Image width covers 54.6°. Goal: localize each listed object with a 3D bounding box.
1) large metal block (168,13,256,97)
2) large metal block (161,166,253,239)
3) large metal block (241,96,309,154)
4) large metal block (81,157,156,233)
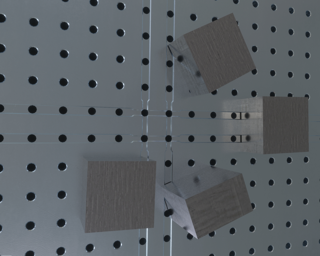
[{"bbox_3d":[0.071,-0.098,0.425,0.080,0.050,0.080,-29,100,-18],"label":"large metal block"},{"bbox_3d":[0.058,0.092,0.405,0.081,0.080,0.050,-20,97,-19],"label":"large metal block"},{"bbox_3d":[0.170,-0.005,0.462,0.081,0.050,0.080,-1,91,-20],"label":"large metal block"},{"bbox_3d":[-0.052,0.078,0.380,0.081,0.050,0.080,2,89,-20],"label":"large metal block"}]
